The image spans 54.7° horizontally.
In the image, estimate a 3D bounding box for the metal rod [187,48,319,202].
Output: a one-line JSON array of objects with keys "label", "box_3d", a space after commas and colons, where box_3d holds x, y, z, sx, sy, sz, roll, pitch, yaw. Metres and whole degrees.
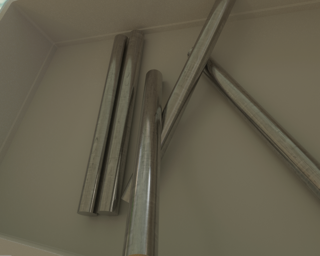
[{"label": "metal rod", "box_3d": [0.113, -0.009, 0.351, 0.025, 0.025, 0.300, -36, 51, 4]}]

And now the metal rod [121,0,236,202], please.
[{"label": "metal rod", "box_3d": [0.028, -0.045, 0.394, 0.025, 0.025, 0.299, 19, 79, 35]}]

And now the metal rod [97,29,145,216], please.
[{"label": "metal rod", "box_3d": [-0.051, -0.026, 0.448, 0.025, 0.025, 0.299, -9, 58, 24]}]

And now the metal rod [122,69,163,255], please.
[{"label": "metal rod", "box_3d": [-0.011, 0.009, 0.335, 0.025, 0.025, 0.300, -22, 31, 15]}]

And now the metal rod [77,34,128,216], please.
[{"label": "metal rod", "box_3d": [-0.078, -0.023, 0.460, 0.025, 0.025, 0.299, -9, 58, 24]}]
